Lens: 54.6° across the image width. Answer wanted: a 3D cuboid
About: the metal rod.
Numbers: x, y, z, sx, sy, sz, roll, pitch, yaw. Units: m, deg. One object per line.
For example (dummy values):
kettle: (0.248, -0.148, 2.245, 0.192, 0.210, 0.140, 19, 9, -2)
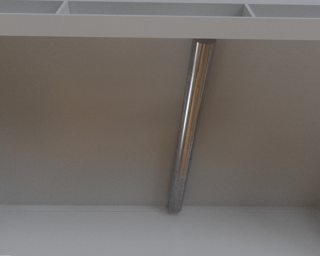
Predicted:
metal rod: (0.036, 0.019, 0.425, 0.025, 0.025, 0.298, 3, 130, -3)
